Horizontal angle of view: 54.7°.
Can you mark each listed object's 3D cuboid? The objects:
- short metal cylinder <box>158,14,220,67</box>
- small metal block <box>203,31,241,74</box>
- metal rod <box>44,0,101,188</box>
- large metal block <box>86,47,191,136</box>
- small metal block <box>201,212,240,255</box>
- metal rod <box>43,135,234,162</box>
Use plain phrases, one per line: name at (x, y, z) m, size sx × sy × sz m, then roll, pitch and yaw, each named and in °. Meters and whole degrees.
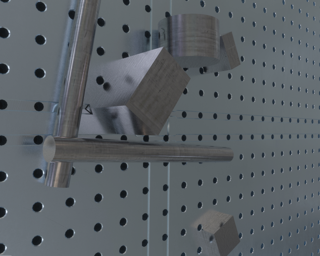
short metal cylinder at (0.038, -0.111, 0.405) m, size 0.081 × 0.080 × 0.050 m, roll -1°, pitch 91°, yaw -40°
small metal block at (0.087, -0.112, 0.466) m, size 0.025 × 0.050 × 0.050 m, roll -32°, pitch 110°, yaw -35°
metal rod at (-0.086, -0.087, 0.336) m, size 0.025 × 0.025 × 0.298 m, roll 13°, pitch 82°, yaw -39°
large metal block at (-0.025, -0.039, 0.353) m, size 0.050 × 0.080 × 0.080 m, roll 44°, pitch 63°, yaw -31°
small metal block at (0.097, 0.171, 0.492) m, size 0.050 × 0.025 × 0.050 m, roll -28°, pitch 108°, yaw -36°
metal rod at (0.003, 0.031, 0.393) m, size 0.302 × 0.025 × 0.025 m, roll 6°, pitch 86°, yaw -45°
